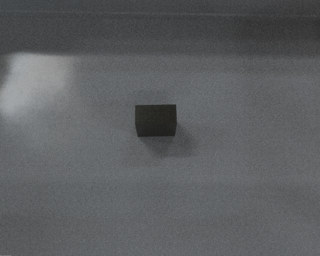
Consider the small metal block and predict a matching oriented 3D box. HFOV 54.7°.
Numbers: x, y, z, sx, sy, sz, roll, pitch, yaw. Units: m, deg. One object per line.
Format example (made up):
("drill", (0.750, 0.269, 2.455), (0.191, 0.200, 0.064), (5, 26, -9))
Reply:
("small metal block", (-0.005, -0.009, 0.399), (0.050, 0.050, 0.025), (-1, 70, -1))
